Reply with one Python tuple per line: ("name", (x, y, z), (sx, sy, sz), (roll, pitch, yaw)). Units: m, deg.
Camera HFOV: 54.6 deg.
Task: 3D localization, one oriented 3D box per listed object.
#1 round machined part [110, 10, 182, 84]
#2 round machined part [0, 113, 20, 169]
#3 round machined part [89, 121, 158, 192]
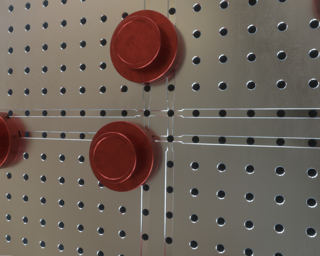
("round machined part", (-0.024, -0.109, 0.412), (0.098, 0.042, 0.097), (0, 90, 20))
("round machined part", (-0.283, 0.021, 0.505), (0.098, 0.042, 0.097), (0, 90, 20))
("round machined part", (-0.055, 0.039, 0.424), (0.098, 0.042, 0.097), (0, 90, 20))
